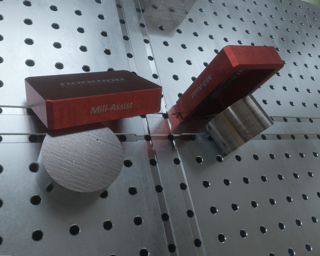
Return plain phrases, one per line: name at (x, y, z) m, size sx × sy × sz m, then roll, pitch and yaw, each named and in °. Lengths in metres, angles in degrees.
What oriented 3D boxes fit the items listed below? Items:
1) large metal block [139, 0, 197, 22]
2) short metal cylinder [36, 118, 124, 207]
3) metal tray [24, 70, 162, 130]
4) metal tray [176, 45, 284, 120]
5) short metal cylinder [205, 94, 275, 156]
large metal block at (0.007, -0.241, 0.543) m, size 0.081 × 0.050 × 0.080 m, roll -1°, pitch 62°, yaw -29°
short metal cylinder at (-0.084, 0.036, 0.324) m, size 0.081 × 0.050 × 0.080 m, roll 14°, pitch 56°, yaw -21°
metal tray at (-0.075, -0.038, 0.355) m, size 0.131 × 0.030 × 0.090 m, roll -11°, pitch 28°, yaw -33°
metal tray at (0.091, -0.059, 0.426) m, size 0.091 × 0.129 × 0.030 m, roll -8°, pitch 66°, yaw -32°
short metal cylinder at (0.111, -0.003, 0.434) m, size 0.081 × 0.080 × 0.050 m, roll -25°, pitch 76°, yaw -37°
